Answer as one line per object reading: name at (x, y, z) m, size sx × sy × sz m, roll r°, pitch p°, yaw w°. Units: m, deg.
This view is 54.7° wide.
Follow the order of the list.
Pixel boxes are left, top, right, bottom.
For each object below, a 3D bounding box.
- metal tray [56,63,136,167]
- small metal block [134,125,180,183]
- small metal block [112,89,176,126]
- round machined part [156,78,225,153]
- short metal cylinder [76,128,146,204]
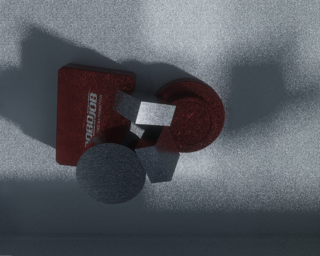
metal tray at (-0.083, -0.012, 0.399) m, size 0.091 × 0.030 × 0.129 m, roll 7°, pitch 110°, yaw -3°
small metal block at (-0.001, 0.029, 0.365) m, size 0.025 × 0.050 × 0.050 m, roll -12°, pitch 118°, yaw 24°
small metal block at (-0.019, -0.024, 0.360) m, size 0.050 × 0.050 × 0.025 m, roll 3°, pitch 109°, yaw -41°
round machined part at (0.034, -0.012, 0.396) m, size 0.099 × 0.042 × 0.097 m, roll 0°, pitch 110°, yaw -1°
short metal cylinder at (-0.057, 0.045, 0.380) m, size 0.081 × 0.050 × 0.079 m, roll 0°, pitch 110°, yaw -1°
